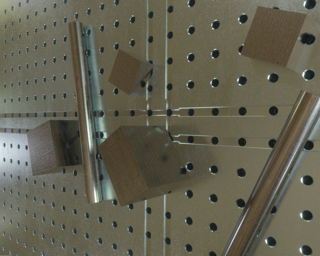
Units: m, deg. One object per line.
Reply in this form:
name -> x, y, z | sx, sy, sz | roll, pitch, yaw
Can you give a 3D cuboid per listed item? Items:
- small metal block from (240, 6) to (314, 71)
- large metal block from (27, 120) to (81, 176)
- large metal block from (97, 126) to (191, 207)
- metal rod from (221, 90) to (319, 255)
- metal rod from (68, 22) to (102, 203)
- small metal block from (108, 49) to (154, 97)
small metal block -> 0.117, -0.090, 0.313 | 0.050, 0.025, 0.050 | 28, 108, 36
large metal block -> -0.187, 0.035, 0.548 | 0.080, 0.050, 0.080 | -20, 77, 38
large metal block -> -0.019, 0.044, 0.390 | 0.050, 0.081, 0.080 | -40, 66, 33
metal rod -> 0.095, 0.104, 0.330 | 0.025, 0.025, 0.298 | 32, 110, 35
metal rod -> -0.124, -0.029, 0.512 | 0.025, 0.025, 0.298 | -13, 82, 39
small metal block -> -0.043, -0.079, 0.445 | 0.050, 0.025, 0.050 | 35, 111, 34
